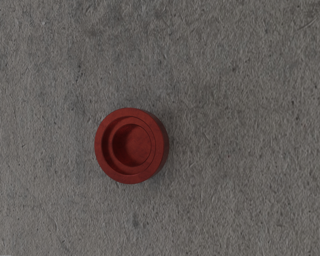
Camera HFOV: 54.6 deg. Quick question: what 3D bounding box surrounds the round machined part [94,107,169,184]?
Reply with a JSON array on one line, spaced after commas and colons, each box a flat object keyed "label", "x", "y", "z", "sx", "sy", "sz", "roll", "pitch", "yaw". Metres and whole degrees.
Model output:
[{"label": "round machined part", "x": -0.034, "y": 0.022, "z": 0.412, "sx": 0.098, "sy": 0.042, "sz": 0.097, "roll": 0, "pitch": 90, "yaw": 20}]
